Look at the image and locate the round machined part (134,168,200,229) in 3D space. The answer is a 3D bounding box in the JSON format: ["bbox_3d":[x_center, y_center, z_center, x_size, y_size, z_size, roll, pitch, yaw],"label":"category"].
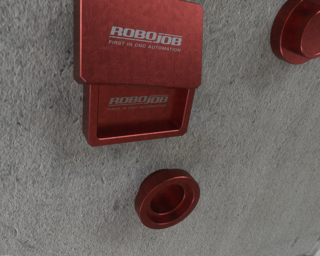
[{"bbox_3d":[0.007,0.100,0.464,0.099,0.042,0.097,-14,125,-21],"label":"round machined part"}]

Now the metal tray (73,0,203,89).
[{"bbox_3d":[-0.019,-0.088,0.316,0.131,0.030,0.089,-1,94,-27],"label":"metal tray"}]

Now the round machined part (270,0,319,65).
[{"bbox_3d":[0.206,-0.134,0.428,0.099,0.042,0.097,-14,125,-21],"label":"round machined part"}]

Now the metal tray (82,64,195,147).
[{"bbox_3d":[-0.024,-0.030,0.373,0.131,0.030,0.089,-6,121,-26],"label":"metal tray"}]
